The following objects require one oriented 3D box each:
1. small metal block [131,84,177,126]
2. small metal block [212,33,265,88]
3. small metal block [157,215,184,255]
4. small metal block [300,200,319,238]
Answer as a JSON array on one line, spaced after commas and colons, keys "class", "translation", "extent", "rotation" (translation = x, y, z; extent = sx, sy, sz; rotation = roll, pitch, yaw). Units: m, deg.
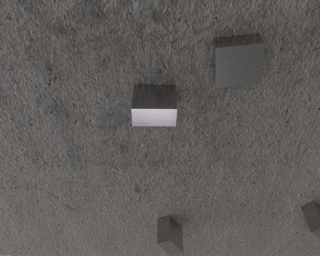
[{"class": "small metal block", "translation": [-0.006, -0.028, 0.367], "extent": [0.050, 0.050, 0.025], "rotation": [1, 130, -1]}, {"class": "small metal block", "translation": [0.085, -0.074, 0.345], "extent": [0.050, 0.025, 0.050], "rotation": [-5, 130, 4]}, {"class": "small metal block", "translation": [0.019, 0.193, 0.555], "extent": [0.025, 0.050, 0.050], "rotation": [-23, 127, 18]}, {"class": "small metal block", "translation": [0.275, 0.160, 0.530], "extent": [0.050, 0.050, 0.025], "rotation": [32, 123, -24]}]
